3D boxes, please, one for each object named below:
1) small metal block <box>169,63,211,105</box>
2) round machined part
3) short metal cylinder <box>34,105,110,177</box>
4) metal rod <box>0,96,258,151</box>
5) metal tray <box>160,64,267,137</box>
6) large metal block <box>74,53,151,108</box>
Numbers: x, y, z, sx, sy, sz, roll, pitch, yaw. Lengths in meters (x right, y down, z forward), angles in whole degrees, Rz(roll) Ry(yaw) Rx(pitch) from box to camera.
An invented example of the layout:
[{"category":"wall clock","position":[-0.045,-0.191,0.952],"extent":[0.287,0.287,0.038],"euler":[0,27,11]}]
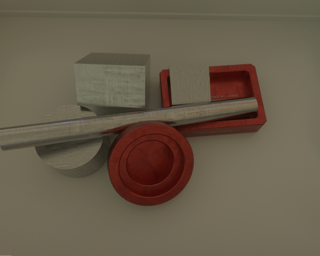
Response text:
[{"category":"small metal block","position":[0.038,-0.057,0.407],"extent":[0.050,0.025,0.050],"euler":[-5,96,-2]},{"category":"round machined part","position":[-0.013,0.039,0.368],"extent":[0.099,0.042,0.097],"euler":[-4,104,-14]},{"category":"short metal cylinder","position":[-0.107,0.017,0.386],"extent":[0.081,0.050,0.080],"euler":[0,70,0]},{"category":"metal rod","position":[-0.023,-0.009,0.367],"extent":[0.302,0.025,0.025],"euler":[-8,70,-15]},{"category":"metal tray","position":[0.068,-0.037,0.419],"extent":[0.131,0.030,0.090],"euler":[-4,70,-2]},{"category":"large metal block","position":[-0.055,-0.063,0.393],"extent":[0.081,0.080,0.050],"euler":[2,112,1]}]
